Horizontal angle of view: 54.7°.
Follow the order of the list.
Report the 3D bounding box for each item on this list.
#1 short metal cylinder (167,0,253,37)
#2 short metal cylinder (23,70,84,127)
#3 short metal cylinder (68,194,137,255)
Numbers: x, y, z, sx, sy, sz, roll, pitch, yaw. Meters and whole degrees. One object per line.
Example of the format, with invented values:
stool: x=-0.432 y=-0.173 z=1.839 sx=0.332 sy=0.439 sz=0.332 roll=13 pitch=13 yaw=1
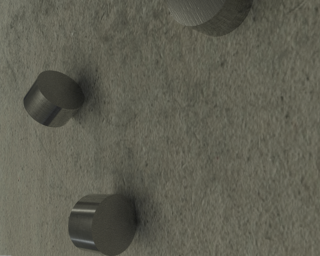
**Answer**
short metal cylinder: x=0.055 y=-0.147 z=0.342 sx=0.080 sy=0.050 sz=0.079 roll=0 pitch=90 yaw=39
short metal cylinder: x=-0.173 y=-0.048 z=0.509 sx=0.050 sy=0.081 sz=0.080 roll=-42 pitch=65 yaw=32
short metal cylinder: x=-0.078 y=0.132 z=0.431 sx=0.050 sy=0.081 sz=0.080 roll=-10 pitch=84 yaw=39
